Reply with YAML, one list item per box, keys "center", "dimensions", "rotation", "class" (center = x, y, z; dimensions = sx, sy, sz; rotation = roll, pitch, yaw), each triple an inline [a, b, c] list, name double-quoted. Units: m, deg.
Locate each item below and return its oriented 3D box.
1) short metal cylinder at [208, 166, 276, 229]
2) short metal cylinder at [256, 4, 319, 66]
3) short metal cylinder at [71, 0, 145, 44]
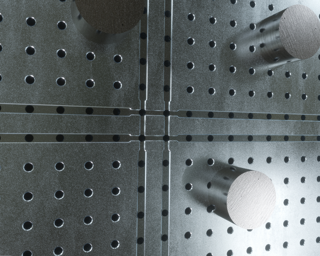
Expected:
- center: [0.117, 0.098, 0.444]
  dimensions: [0.081, 0.050, 0.079]
  rotation: [0, 90, -20]
  class: "short metal cylinder"
- center: [0.197, -0.140, 0.474]
  dimensions: [0.081, 0.050, 0.079]
  rotation: [0, 90, -21]
  class: "short metal cylinder"
- center: [-0.065, -0.148, 0.376]
  dimensions: [0.081, 0.050, 0.079]
  rotation: [0, 90, -21]
  class: "short metal cylinder"
